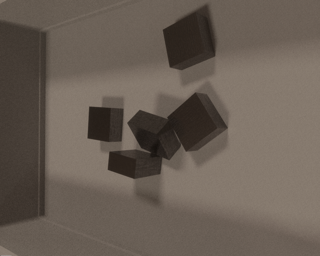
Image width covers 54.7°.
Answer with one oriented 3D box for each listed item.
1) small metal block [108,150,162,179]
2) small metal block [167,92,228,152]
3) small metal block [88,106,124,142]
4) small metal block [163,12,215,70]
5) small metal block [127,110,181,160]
[{"bbox_3d":[-0.033,0.047,0.416,0.050,0.050,0.025,10,97,39],"label":"small metal block"},{"bbox_3d":[0.044,-0.007,0.369,0.050,0.025,0.050,-41,65,32],"label":"small metal block"},{"bbox_3d":[-0.084,-0.006,0.473,0.050,0.025,0.050,6,94,39],"label":"small metal block"},{"bbox_3d":[0.035,-0.104,0.377,0.050,0.025,0.050,-16,80,38],"label":"small metal block"},{"bbox_3d":[-0.007,0.009,0.393,0.050,0.050,0.025,20,58,38],"label":"small metal block"}]
